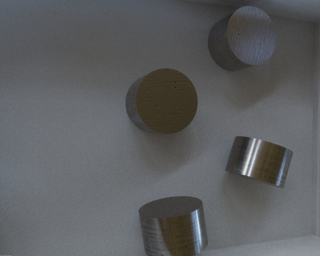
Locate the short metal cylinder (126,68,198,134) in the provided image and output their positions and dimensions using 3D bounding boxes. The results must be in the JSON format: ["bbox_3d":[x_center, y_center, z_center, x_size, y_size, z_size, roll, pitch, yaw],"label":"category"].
[{"bbox_3d":[0.001,-0.033,0.399,0.081,0.050,0.079,0,90,-21],"label":"short metal cylinder"}]

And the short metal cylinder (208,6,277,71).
[{"bbox_3d":[0.116,-0.125,0.442,0.081,0.050,0.079,0,90,-20],"label":"short metal cylinder"}]

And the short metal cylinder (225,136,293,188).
[{"bbox_3d":[0.138,0.048,0.434,0.080,0.080,0.050,20,83,-19],"label":"short metal cylinder"}]

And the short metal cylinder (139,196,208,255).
[{"bbox_3d":[0.017,0.122,0.389,0.081,0.080,0.050,-9,94,-20],"label":"short metal cylinder"}]
